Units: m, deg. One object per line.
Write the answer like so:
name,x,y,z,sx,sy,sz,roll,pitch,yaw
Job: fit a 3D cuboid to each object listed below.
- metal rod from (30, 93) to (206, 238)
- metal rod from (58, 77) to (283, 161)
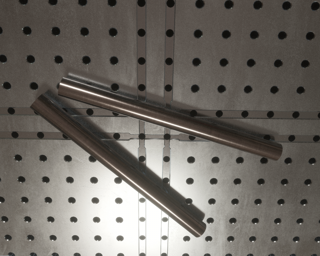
metal rod,-0.049,0.060,0.434,0.300,0.025,0.025,41,105,-14
metal rod,0.019,-0.010,0.410,0.302,0.025,0.025,17,109,-7
